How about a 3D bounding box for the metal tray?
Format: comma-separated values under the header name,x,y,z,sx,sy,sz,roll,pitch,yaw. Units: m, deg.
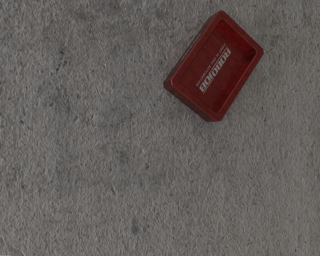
name,x,y,z,sx,sy,sz,roll,pitch,yaw
metal tray,0.077,-0.084,0.434,0.090,0.030,0.130,38,78,-16
